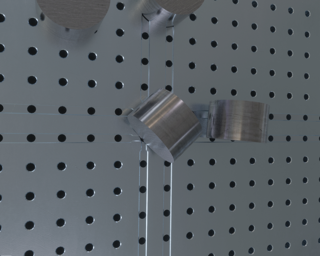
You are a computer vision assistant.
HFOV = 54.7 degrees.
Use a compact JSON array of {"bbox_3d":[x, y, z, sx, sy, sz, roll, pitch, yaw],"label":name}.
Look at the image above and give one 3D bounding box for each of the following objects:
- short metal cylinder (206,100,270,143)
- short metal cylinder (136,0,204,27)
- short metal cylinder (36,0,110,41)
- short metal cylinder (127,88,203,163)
[{"bbox_3d":[0.105,-0.008,0.422,0.081,0.080,0.050,6,88,-20],"label":"short metal cylinder"},{"bbox_3d":[0.014,-0.180,0.404,0.081,0.050,0.079,0,90,-20],"label":"short metal cylinder"},{"bbox_3d":[-0.103,-0.148,0.361,0.081,0.050,0.079,0,90,-20],"label":"short metal cylinder"},{"bbox_3d":[0.006,-0.003,0.385,0.050,0.080,0.080,-44,104,-15],"label":"short metal cylinder"}]
